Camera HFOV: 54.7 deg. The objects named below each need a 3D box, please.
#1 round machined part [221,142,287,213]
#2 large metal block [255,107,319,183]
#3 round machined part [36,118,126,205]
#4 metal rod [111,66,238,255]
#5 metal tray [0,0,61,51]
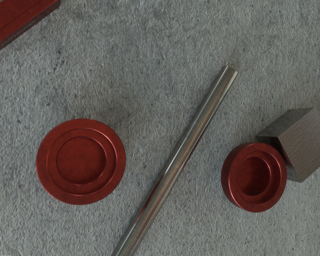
[{"bbox_3d":[0.131,0.069,0.450,0.099,0.042,0.097,0,90,-21],"label":"round machined part"},{"bbox_3d":[0.208,0.024,0.475,0.080,0.050,0.080,-34,102,-17],"label":"large metal block"},{"bbox_3d":[-0.093,0.038,0.366,0.099,0.042,0.097,0,90,-21],"label":"round machined part"},{"bbox_3d":[0.024,0.044,0.419,0.025,0.025,0.300,35,79,-17],"label":"metal rod"},{"bbox_3d":[-0.187,-0.140,0.336,0.130,0.030,0.090,-44,104,-15],"label":"metal tray"}]
